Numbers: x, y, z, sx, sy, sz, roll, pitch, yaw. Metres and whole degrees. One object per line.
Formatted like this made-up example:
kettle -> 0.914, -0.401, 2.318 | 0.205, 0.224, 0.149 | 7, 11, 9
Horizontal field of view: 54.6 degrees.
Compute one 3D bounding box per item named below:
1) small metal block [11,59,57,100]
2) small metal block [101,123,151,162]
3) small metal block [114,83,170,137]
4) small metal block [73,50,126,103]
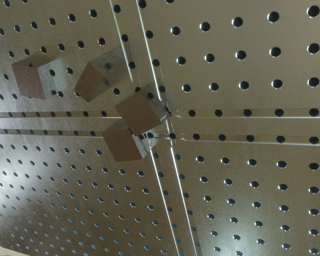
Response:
small metal block -> -0.189, -0.073, 0.466 | 0.050, 0.025, 0.050 | 11, 123, 22
small metal block -> -0.049, 0.020, 0.450 | 0.050, 0.025, 0.050 | -10, 114, 32
small metal block -> -0.024, -0.023, 0.410 | 0.050, 0.025, 0.050 | -26, 105, 37
small metal block -> -0.077, -0.066, 0.395 | 0.025, 0.050, 0.050 | 42, 129, 0
